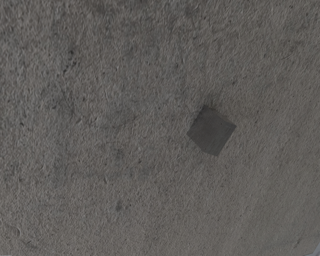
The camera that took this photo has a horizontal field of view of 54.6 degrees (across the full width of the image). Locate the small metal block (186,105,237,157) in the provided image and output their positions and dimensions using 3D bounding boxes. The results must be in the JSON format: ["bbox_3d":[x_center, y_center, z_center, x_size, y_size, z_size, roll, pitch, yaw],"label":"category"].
[{"bbox_3d":[0.070,0.003,0.430,0.025,0.050,0.050,19,108,-36],"label":"small metal block"}]
